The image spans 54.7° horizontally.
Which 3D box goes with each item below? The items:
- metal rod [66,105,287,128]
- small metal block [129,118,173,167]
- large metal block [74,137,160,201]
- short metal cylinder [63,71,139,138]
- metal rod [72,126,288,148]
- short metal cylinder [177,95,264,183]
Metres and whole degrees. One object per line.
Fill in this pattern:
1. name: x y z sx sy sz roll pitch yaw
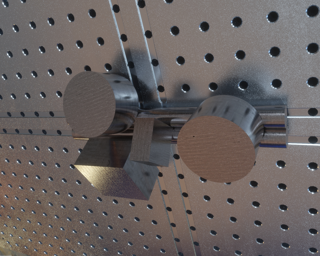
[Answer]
1. metal rod: 0.000 -0.014 0.398 0.300 0.025 0.025 1 119 27
2. small metal block: -0.009 0.018 0.370 0.025 0.050 0.050 1 77 28
3. large metal block: -0.058 0.057 0.439 0.080 0.050 0.080 -1 138 28
4. short metal cylinder: -0.074 -0.030 0.393 0.080 0.050 0.079 3 96 27
5. metal rod: 0.006 0.008 0.409 0.300 0.025 0.025 1 119 27
6. short metal cylinder: 0.065 0.011 0.331 0.080 0.050 0.079 13 124 21
